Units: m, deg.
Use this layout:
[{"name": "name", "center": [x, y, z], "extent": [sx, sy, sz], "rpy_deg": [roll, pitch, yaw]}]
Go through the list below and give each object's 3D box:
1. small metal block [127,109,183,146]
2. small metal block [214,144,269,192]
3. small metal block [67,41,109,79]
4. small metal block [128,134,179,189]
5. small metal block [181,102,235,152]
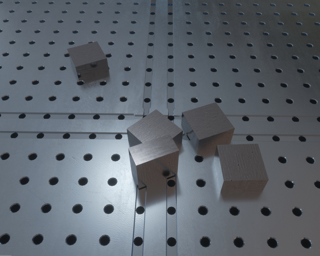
[{"name": "small metal block", "center": [-0.007, 0.010, 0.400], "extent": [0.050, 0.025, 0.050], "rpy_deg": [-35, 58, -26]}, {"name": "small metal block", "center": [0.095, 0.047, 0.369], "extent": [0.050, 0.025, 0.050], "rpy_deg": [-2, 50, -1]}, {"name": "small metal block", "center": [-0.116, -0.110, 0.500], "extent": [0.050, 0.025, 0.050], "rpy_deg": [-20, 53, -16]}, {"name": "small metal block", "center": [-0.007, 0.039, 0.359], "extent": [0.050, 0.050, 0.025], "rpy_deg": [-18, 53, -15]}, {"name": "small metal block", "center": [0.062, -0.002, 0.410], "extent": [0.050, 0.025, 0.050], "rpy_deg": [-17, 52, -14]}]
